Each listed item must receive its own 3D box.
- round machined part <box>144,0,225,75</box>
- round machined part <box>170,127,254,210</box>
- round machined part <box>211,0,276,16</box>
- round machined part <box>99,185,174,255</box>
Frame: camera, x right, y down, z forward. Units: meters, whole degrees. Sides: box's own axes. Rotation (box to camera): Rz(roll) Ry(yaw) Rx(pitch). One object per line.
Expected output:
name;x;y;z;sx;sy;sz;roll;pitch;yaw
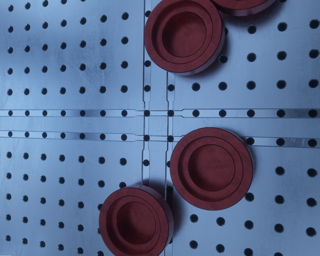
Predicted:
round machined part;0.033;-0.115;0.392;0.098;0.042;0.097;0;90;20
round machined part;0.065;0.047;0.381;0.098;0.042;0.097;0;90;20
round machined part;0.100;-0.181;0.367;0.098;0.042;0.097;0;89;18
round machined part;-0.028;0.124;0.414;0.098;0.042;0.097;0;90;20
